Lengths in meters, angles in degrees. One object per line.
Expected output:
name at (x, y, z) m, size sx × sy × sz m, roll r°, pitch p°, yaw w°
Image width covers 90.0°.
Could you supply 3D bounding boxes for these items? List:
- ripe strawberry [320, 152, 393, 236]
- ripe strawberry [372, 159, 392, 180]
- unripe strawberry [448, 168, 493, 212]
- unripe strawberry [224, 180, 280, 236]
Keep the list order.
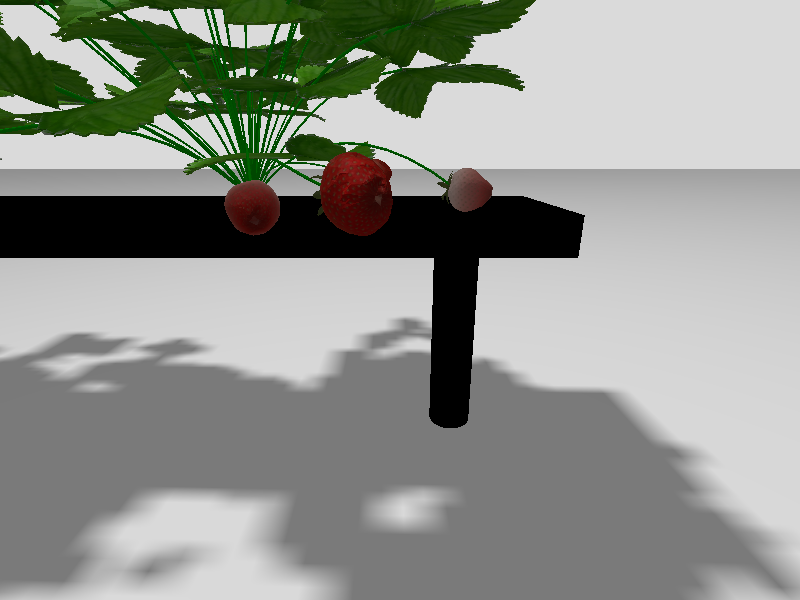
ripe strawberry at (-0.018, -0.046, 0.178) m, size 0.032 × 0.037 × 0.035 m, roll -12°, pitch 23°, yaw -31°
ripe strawberry at (-0.026, -0.146, 0.464) m, size 0.037 × 0.033 × 0.034 m, roll 14°, pitch 23°, yaw 33°
unripe strawberry at (0.049, -0.076, 0.277) m, size 0.030 × 0.029 × 0.028 m, roll 14°, pitch 23°, yaw 16°
unripe strawberry at (-0.067, -0.041, 0.184) m, size 0.024 × 0.026 × 0.027 m, roll -7°, pitch 35°, yaw -18°
